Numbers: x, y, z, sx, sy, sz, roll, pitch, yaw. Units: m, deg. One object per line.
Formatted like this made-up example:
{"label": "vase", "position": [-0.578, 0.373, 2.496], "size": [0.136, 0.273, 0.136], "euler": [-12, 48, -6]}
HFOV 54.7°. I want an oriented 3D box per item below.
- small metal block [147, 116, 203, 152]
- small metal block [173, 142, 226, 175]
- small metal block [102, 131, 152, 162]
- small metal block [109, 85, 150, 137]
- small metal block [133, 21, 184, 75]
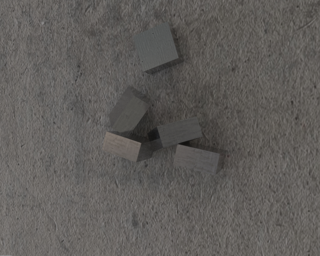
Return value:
{"label": "small metal block", "position": [0.017, 0.008, 0.379], "size": [0.050, 0.050, 0.025], "euler": [-15, 84, -17]}
{"label": "small metal block", "position": [0.050, 0.036, 0.378], "size": [0.050, 0.050, 0.025], "euler": [12, 95, 19]}
{"label": "small metal block", "position": [-0.040, 0.023, 0.410], "size": [0.050, 0.050, 0.025], "euler": [17, 96, 19]}
{"label": "small metal block", "position": [-0.041, -0.023, 0.408], "size": [0.025, 0.050, 0.050], "euler": [31, 103, -22]}
{"label": "small metal block", "position": [-0.002, -0.104, 0.410], "size": [0.050, 0.025, 0.050], "euler": [-18, 84, 19]}
